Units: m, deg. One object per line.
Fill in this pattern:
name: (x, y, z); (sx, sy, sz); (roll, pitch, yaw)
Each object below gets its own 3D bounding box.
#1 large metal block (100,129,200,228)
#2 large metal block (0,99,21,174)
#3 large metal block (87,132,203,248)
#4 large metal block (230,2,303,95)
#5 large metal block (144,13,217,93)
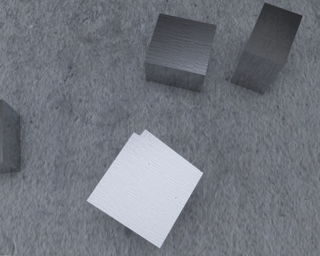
large metal block: (-0.011, 0.062, 0.372); (0.080, 0.050, 0.080); (37, 74, 12)
large metal block: (-0.225, 0.016, 0.386); (0.081, 0.050, 0.080); (-9, 70, -4)
large metal block: (-0.013, 0.064, 0.318); (0.080, 0.050, 0.080); (30, 73, 10)
large metal block: (0.141, -0.104, 0.419); (0.050, 0.080, 0.080); (23, 72, 8)
large metal block: (0.028, -0.104, 0.433); (0.080, 0.050, 0.080); (13, 71, 4)
